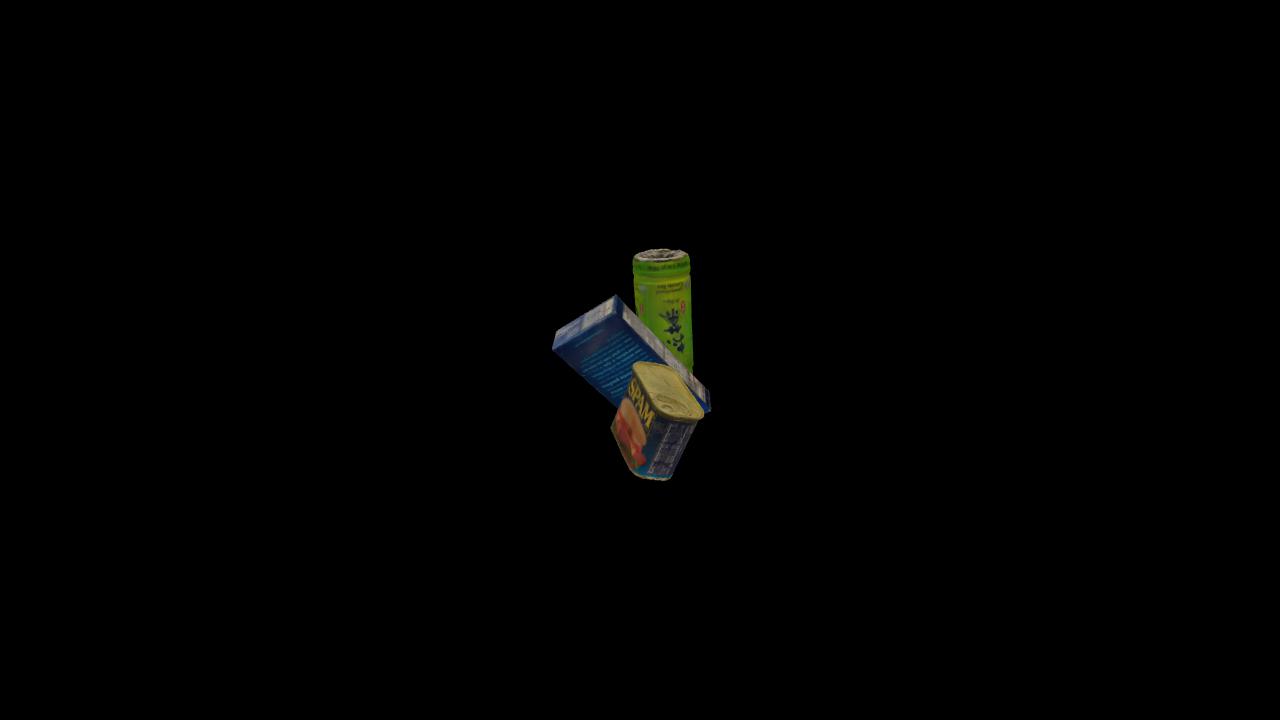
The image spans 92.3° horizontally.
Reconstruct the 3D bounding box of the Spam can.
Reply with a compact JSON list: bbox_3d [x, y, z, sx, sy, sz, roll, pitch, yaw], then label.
[{"bbox_3d":[0.015,0.064,0.654,0.058,0.085,0.101,9,28,-26],"label":"Spam can"}]

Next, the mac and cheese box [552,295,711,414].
[{"bbox_3d":[-0.006,0.014,0.721,0.093,0.041,0.184,-30,-56,24],"label":"mac and cheese box"}]

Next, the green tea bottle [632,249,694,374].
[{"bbox_3d":[0.032,-0.027,0.759,0.073,0.212,0.073,-5,20,2],"label":"green tea bottle"}]
